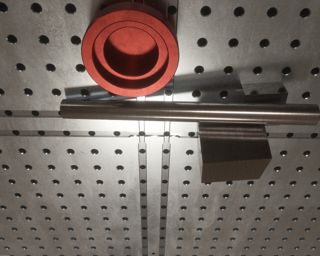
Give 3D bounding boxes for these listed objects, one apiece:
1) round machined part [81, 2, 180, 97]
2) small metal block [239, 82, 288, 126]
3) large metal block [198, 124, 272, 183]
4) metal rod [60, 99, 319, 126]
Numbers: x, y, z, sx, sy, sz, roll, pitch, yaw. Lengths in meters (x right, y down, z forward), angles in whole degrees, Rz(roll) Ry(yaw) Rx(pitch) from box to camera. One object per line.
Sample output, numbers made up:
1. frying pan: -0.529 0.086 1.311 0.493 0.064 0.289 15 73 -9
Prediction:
1. round machined part: -0.030 -0.084 0.328 0.099 0.042 0.097 -1 130 0
2. small metal block: 0.127 -0.029 0.389 0.050 0.025 0.050 -3 130 2
3. large metal block: 0.093 0.034 0.408 0.080 0.050 0.080 -5 153 3
4. metal rod: 0.029 -0.020 0.373 0.302 0.025 0.025 2 131 6
